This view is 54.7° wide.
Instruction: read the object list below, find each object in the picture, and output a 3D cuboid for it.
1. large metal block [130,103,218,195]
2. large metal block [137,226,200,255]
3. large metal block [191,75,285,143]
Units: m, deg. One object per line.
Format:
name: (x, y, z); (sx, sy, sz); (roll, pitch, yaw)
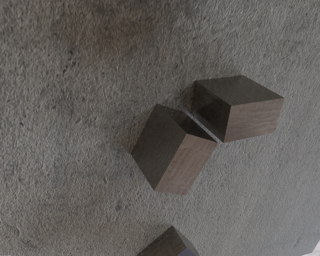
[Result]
large metal block: (0.014, 0.026, 0.395); (0.050, 0.080, 0.080); (17, 110, -35)
large metal block: (0.021, 0.232, 0.545); (0.080, 0.050, 0.080); (-39, 129, -2)
large metal block: (0.098, -0.028, 0.407); (0.081, 0.080, 0.050); (-10, 123, -24)
